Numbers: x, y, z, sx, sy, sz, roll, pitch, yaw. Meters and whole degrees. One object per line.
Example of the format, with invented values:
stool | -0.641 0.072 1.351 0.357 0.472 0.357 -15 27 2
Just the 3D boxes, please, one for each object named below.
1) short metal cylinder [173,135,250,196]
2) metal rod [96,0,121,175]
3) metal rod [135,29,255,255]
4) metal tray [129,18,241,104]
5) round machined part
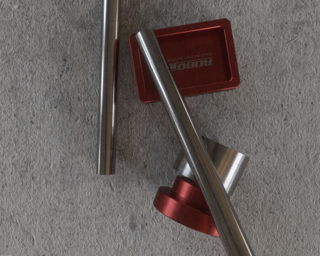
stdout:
short metal cylinder | 0.062 0.043 0.383 0.080 0.080 0.050 25 90 0
metal rod | -0.067 -0.089 0.409 0.025 0.025 0.298 2 90 0
metal rod | 0.036 0.019 0.339 0.025 0.025 0.299 -22 74 0
metal tray | 0.032 -0.086 0.407 0.131 0.030 0.089 -9 90 0
round machined part | 0.045 0.089 0.374 0.098 0.098 0.042 21 89 0
